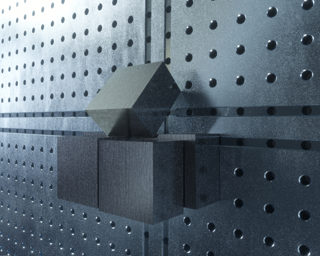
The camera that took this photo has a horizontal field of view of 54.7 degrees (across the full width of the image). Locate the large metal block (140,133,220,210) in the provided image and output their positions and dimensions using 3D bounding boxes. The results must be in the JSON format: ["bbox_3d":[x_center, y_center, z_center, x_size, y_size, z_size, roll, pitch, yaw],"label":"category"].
[{"bbox_3d":[0.023,0.047,0.372,0.080,0.050,0.079,-1,89,39],"label":"large metal block"}]

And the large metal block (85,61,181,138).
[{"bbox_3d":[-0.033,-0.035,0.391,0.080,0.050,0.080,1,48,39],"label":"large metal block"}]

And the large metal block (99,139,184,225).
[{"bbox_3d":[-0.022,0.053,0.341,0.080,0.050,0.079,0,90,39],"label":"large metal block"}]

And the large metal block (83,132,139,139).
[{"bbox_3d":[-0.067,0.046,0.446,0.080,0.050,0.079,2,91,39],"label":"large metal block"}]

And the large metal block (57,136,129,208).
[{"bbox_3d":[-0.085,0.050,0.392,0.080,0.050,0.079,0,90,39],"label":"large metal block"}]
